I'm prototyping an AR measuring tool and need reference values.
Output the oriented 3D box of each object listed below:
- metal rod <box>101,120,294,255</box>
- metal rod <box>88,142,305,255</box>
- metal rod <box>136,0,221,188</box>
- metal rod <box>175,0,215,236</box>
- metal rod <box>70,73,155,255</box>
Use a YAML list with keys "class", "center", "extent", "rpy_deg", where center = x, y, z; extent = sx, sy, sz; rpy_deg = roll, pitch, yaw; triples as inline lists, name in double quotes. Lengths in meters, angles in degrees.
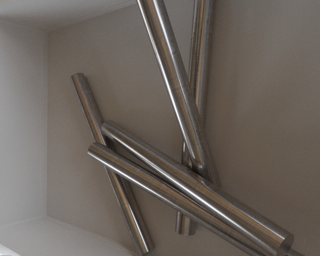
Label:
- class: "metal rod"
  center: [0.013, 0.049, 0.364]
  extent: [0.300, 0.025, 0.025]
  rpy_deg: [29, 108, 46]
- class: "metal rod"
  center: [0.014, 0.078, 0.361]
  extent: [0.300, 0.025, 0.025]
  rpy_deg: [23, 105, 38]
- class: "metal rod"
  center: [0.011, -0.065, 0.315]
  extent: [0.025, 0.025, 0.298]
  rpy_deg: [-5, 113, 40]
- class: "metal rod"
  center: [0.043, -0.021, 0.371]
  extent: [0.025, 0.025, 0.298]
  rpy_deg: [7, 95, 40]
- class: "metal rod"
  center: [-0.079, 0.042, 0.472]
  extent: [0.025, 0.025, 0.299]
  rpy_deg: [-39, 67, 33]
